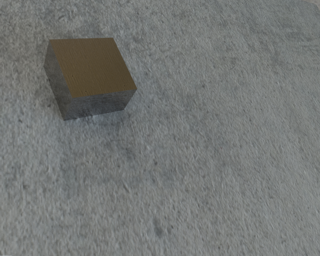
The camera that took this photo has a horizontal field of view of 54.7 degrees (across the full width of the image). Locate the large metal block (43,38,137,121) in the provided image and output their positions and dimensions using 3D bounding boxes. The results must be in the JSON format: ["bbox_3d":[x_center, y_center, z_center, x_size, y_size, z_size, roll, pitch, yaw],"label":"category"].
[{"bbox_3d":[-0.087,-0.062,0.380,0.081,0.050,0.080,-13,69,-34],"label":"large metal block"}]
